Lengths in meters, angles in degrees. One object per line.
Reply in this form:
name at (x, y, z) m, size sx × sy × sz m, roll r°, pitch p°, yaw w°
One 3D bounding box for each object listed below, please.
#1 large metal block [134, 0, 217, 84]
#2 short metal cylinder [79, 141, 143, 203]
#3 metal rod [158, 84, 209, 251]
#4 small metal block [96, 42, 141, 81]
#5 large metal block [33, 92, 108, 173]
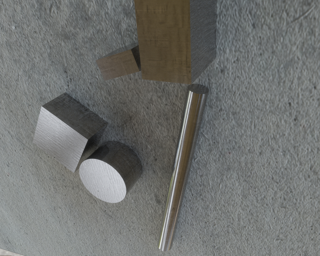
large metal block at (0.020, -0.097, 0.301) m, size 0.050 × 0.080 × 0.079 m, roll 10°, pitch 123°, yaw 23°
short metal cylinder at (-0.074, 0.066, 0.471) m, size 0.080 × 0.050 × 0.079 m, roll 13°, pitch 124°, yaw 21°
metal rod at (0.026, 0.076, 0.440) m, size 0.025 × 0.025 × 0.298 m, roll 20°, pitch 126°, yaw 16°
small metal block at (-0.037, -0.080, 0.360) m, size 0.050 × 0.050 × 0.025 m, roll -8°, pitch 114°, yaw 32°
large metal block at (-0.136, 0.007, 0.467) m, size 0.080 × 0.050 × 0.079 m, roll 35°, pitch 129°, yaw 4°
